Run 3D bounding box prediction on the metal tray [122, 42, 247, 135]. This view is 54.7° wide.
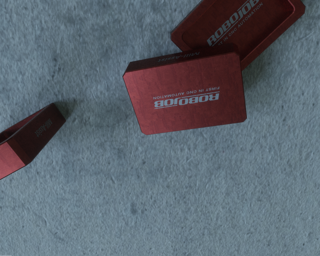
[{"bbox_3d":[0.032,-0.043,0.370,0.131,0.030,0.090,-8,123,13],"label":"metal tray"}]

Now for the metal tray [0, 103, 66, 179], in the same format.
[{"bbox_3d":[-0.171,0.020,0.359,0.090,0.130,0.030,-28,108,9],"label":"metal tray"}]

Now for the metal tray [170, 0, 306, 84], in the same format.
[{"bbox_3d":[0.087,-0.123,0.363,0.090,0.030,0.130,43,104,-15],"label":"metal tray"}]
